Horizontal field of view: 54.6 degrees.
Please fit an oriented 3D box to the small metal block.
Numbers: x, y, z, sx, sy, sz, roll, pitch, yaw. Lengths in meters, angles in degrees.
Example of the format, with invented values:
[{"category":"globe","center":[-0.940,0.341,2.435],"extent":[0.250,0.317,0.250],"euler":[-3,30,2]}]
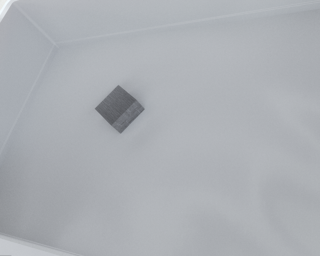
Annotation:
[{"category":"small metal block","center":[-0.059,-0.028,0.455],"extent":[0.050,0.025,0.050],"euler":[-46,51,-4]}]
